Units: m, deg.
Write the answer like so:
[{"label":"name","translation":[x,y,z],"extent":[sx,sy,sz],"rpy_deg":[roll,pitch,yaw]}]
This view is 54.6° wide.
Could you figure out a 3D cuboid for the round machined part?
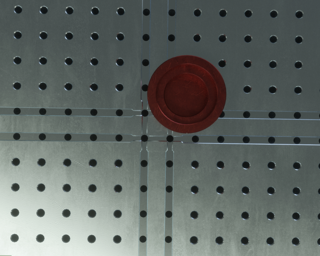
[{"label":"round machined part","translation":[0.033,-0.042,0.405],"extent":[0.099,0.042,0.097],"rpy_deg":[0,90,0]}]
